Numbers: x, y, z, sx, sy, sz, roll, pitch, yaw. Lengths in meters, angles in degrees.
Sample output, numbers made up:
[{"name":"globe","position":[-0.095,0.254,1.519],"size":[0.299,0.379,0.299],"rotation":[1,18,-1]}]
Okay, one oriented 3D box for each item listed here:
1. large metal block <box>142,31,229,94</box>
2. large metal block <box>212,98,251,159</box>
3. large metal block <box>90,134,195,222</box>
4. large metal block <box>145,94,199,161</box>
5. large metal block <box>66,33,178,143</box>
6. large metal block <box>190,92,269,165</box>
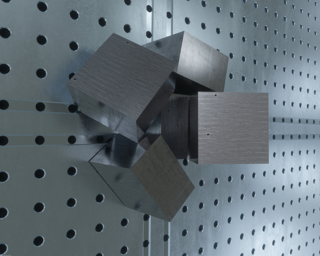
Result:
[{"name":"large metal block","position":[0.027,-0.075,0.395],"size":[0.080,0.080,0.050],"rotation":[17,79,-39]},{"name":"large metal block","position":[0.089,0.000,0.436],"size":[0.050,0.080,0.080],"rotation":[0,90,-2]},{"name":"large metal block","position":[-0.020,0.053,0.354],"size":[0.050,0.080,0.080],"rotation":[-48,119,-30]},{"name":"large metal block","position":[0.016,-0.001,0.405],"size":[0.081,0.050,0.080],"rotation":[1,90,-40]},{"name":"large metal block","position":[-0.037,-0.044,0.333],"size":[0.080,0.080,0.050],"rotation":[-56,167,-25]},{"name":"large metal block","position":[0.079,0.000,0.368],"size":[0.080,0.050,0.080],"rotation":[0,89,-6]}]
